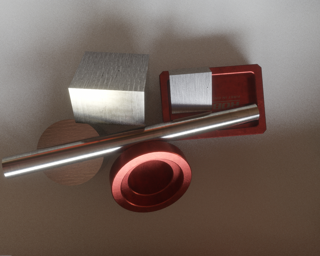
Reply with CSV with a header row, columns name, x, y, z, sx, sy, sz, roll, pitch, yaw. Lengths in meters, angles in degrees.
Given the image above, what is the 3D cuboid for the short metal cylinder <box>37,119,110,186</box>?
name,x,y,z,sx,sy,sz,roll,pitch,yaw
short metal cylinder,-0.107,0.029,0.395,0.081,0.050,0.079,0,90,-1

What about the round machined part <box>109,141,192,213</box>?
name,x,y,z,sx,sy,sz,roll,pitch,yaw
round machined part,-0.014,0.056,0.385,0.099,0.042,0.097,-8,124,-12

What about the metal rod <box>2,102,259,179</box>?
name,x,y,z,sx,sy,sz,roll,pitch,yaw
metal rod,-0.024,0.011,0.368,0.302,0.025,0.025,-13,90,-11

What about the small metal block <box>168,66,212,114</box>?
name,x,y,z,sx,sy,sz,roll,pitch,yaw
small metal block,0.038,-0.048,0.389,0.050,0.025,0.050,-5,116,0

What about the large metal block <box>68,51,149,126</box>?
name,x,y,z,sx,sy,sz,roll,pitch,yaw
large metal block,-0.056,-0.049,0.374,0.081,0.080,0.050,3,132,0

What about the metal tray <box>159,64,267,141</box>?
name,x,y,z,sx,sy,sz,roll,pitch,yaw
metal tray,0.067,-0.032,0.408,0.131,0.030,0.089,-5,90,-1
